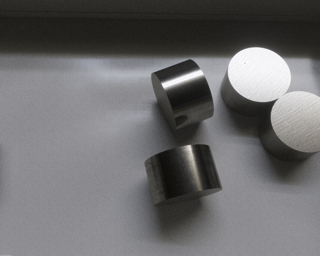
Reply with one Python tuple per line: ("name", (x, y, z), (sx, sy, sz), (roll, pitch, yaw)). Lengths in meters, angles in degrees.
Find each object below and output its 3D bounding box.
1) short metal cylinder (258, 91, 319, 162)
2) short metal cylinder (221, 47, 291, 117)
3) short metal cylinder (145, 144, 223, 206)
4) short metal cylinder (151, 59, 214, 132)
("short metal cylinder", (0.175, 0.000, 0.399), (0.081, 0.050, 0.080), (0, 70, 0))
("short metal cylinder", (0.127, -0.061, 0.420), (0.081, 0.050, 0.080), (0, 70, 0))
("short metal cylinder", (0.026, 0.056, 0.360), (0.081, 0.080, 0.050), (-12, 71, -5))
("short metal cylinder", (0.027, -0.041, 0.396), (0.050, 0.080, 0.080), (-22, 72, -8))
